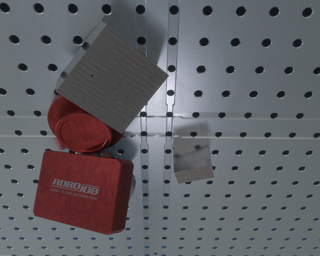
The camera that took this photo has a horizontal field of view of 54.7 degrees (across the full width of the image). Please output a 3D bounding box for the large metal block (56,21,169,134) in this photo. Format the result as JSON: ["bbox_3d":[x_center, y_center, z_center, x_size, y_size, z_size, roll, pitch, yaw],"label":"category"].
[{"bbox_3d":[-0.052,-0.054,0.331,0.080,0.050,0.080,36,98,-26],"label":"large metal block"}]

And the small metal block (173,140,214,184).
[{"bbox_3d":[0.046,0.047,0.436,0.050,0.050,0.025,-12,129,10],"label":"small metal block"}]

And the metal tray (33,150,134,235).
[{"bbox_3d":[-0.103,0.080,0.407,0.130,0.090,0.030,4,171,27],"label":"metal tray"}]

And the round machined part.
[{"bbox_3d":[-0.094,-0.004,0.396,0.099,0.042,0.097,0,130,0],"label":"round machined part"}]

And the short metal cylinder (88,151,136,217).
[{"bbox_3d":[-0.082,0.080,0.443,0.080,0.080,0.050,-26,126,20],"label":"short metal cylinder"}]
